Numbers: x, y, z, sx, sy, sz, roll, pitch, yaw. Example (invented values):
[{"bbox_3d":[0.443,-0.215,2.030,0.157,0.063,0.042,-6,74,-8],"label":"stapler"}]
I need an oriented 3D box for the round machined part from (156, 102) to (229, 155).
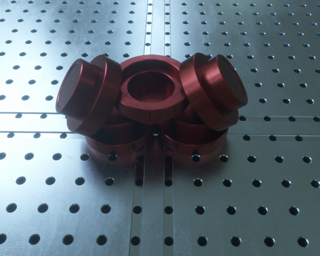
[{"bbox_3d":[0.043,-0.016,0.410,0.099,0.042,0.098,0,50,0],"label":"round machined part"}]

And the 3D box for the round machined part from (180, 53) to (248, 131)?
[{"bbox_3d":[0.070,-0.049,0.372,0.042,0.098,0.098,-29,42,30],"label":"round machined part"}]

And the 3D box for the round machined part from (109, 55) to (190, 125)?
[{"bbox_3d":[-0.010,-0.043,0.376,0.099,0.042,0.098,0,50,0],"label":"round machined part"}]

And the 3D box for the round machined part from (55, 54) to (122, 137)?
[{"bbox_3d":[-0.089,-0.042,0.365,0.042,0.098,0.098,23,42,-32],"label":"round machined part"}]

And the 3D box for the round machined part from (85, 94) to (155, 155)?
[{"bbox_3d":[-0.055,-0.016,0.409,0.099,0.042,0.098,0,50,0],"label":"round machined part"}]
